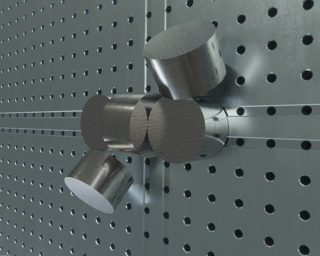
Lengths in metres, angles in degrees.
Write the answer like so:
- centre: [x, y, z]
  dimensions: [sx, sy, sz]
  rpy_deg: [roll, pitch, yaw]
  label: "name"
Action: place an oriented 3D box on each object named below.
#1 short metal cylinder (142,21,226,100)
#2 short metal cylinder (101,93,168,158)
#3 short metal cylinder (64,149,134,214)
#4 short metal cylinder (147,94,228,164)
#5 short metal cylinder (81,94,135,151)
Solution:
- centre: [0.027, -0.075, 0.341]
  dimensions: [0.080, 0.080, 0.050]
  rpy_deg: [11, 139, 39]
  label: "short metal cylinder"
- centre: [-0.028, -0.005, 0.394]
  dimensions: [0.050, 0.081, 0.079]
  rpy_deg: [6, 94, 39]
  label: "short metal cylinder"
- centre: [-0.084, 0.075, 0.433]
  dimensions: [0.080, 0.050, 0.080]
  rpy_deg: [23, 146, 17]
  label: "short metal cylinder"
- centre: [0.032, 0.000, 0.364]
  dimensions: [0.080, 0.050, 0.079]
  rpy_deg: [0, 90, 39]
  label: "short metal cylinder"
- centre: [-0.069, -0.007, 0.447]
  dimensions: [0.080, 0.050, 0.079]
  rpy_deg: [0, 90, 39]
  label: "short metal cylinder"
